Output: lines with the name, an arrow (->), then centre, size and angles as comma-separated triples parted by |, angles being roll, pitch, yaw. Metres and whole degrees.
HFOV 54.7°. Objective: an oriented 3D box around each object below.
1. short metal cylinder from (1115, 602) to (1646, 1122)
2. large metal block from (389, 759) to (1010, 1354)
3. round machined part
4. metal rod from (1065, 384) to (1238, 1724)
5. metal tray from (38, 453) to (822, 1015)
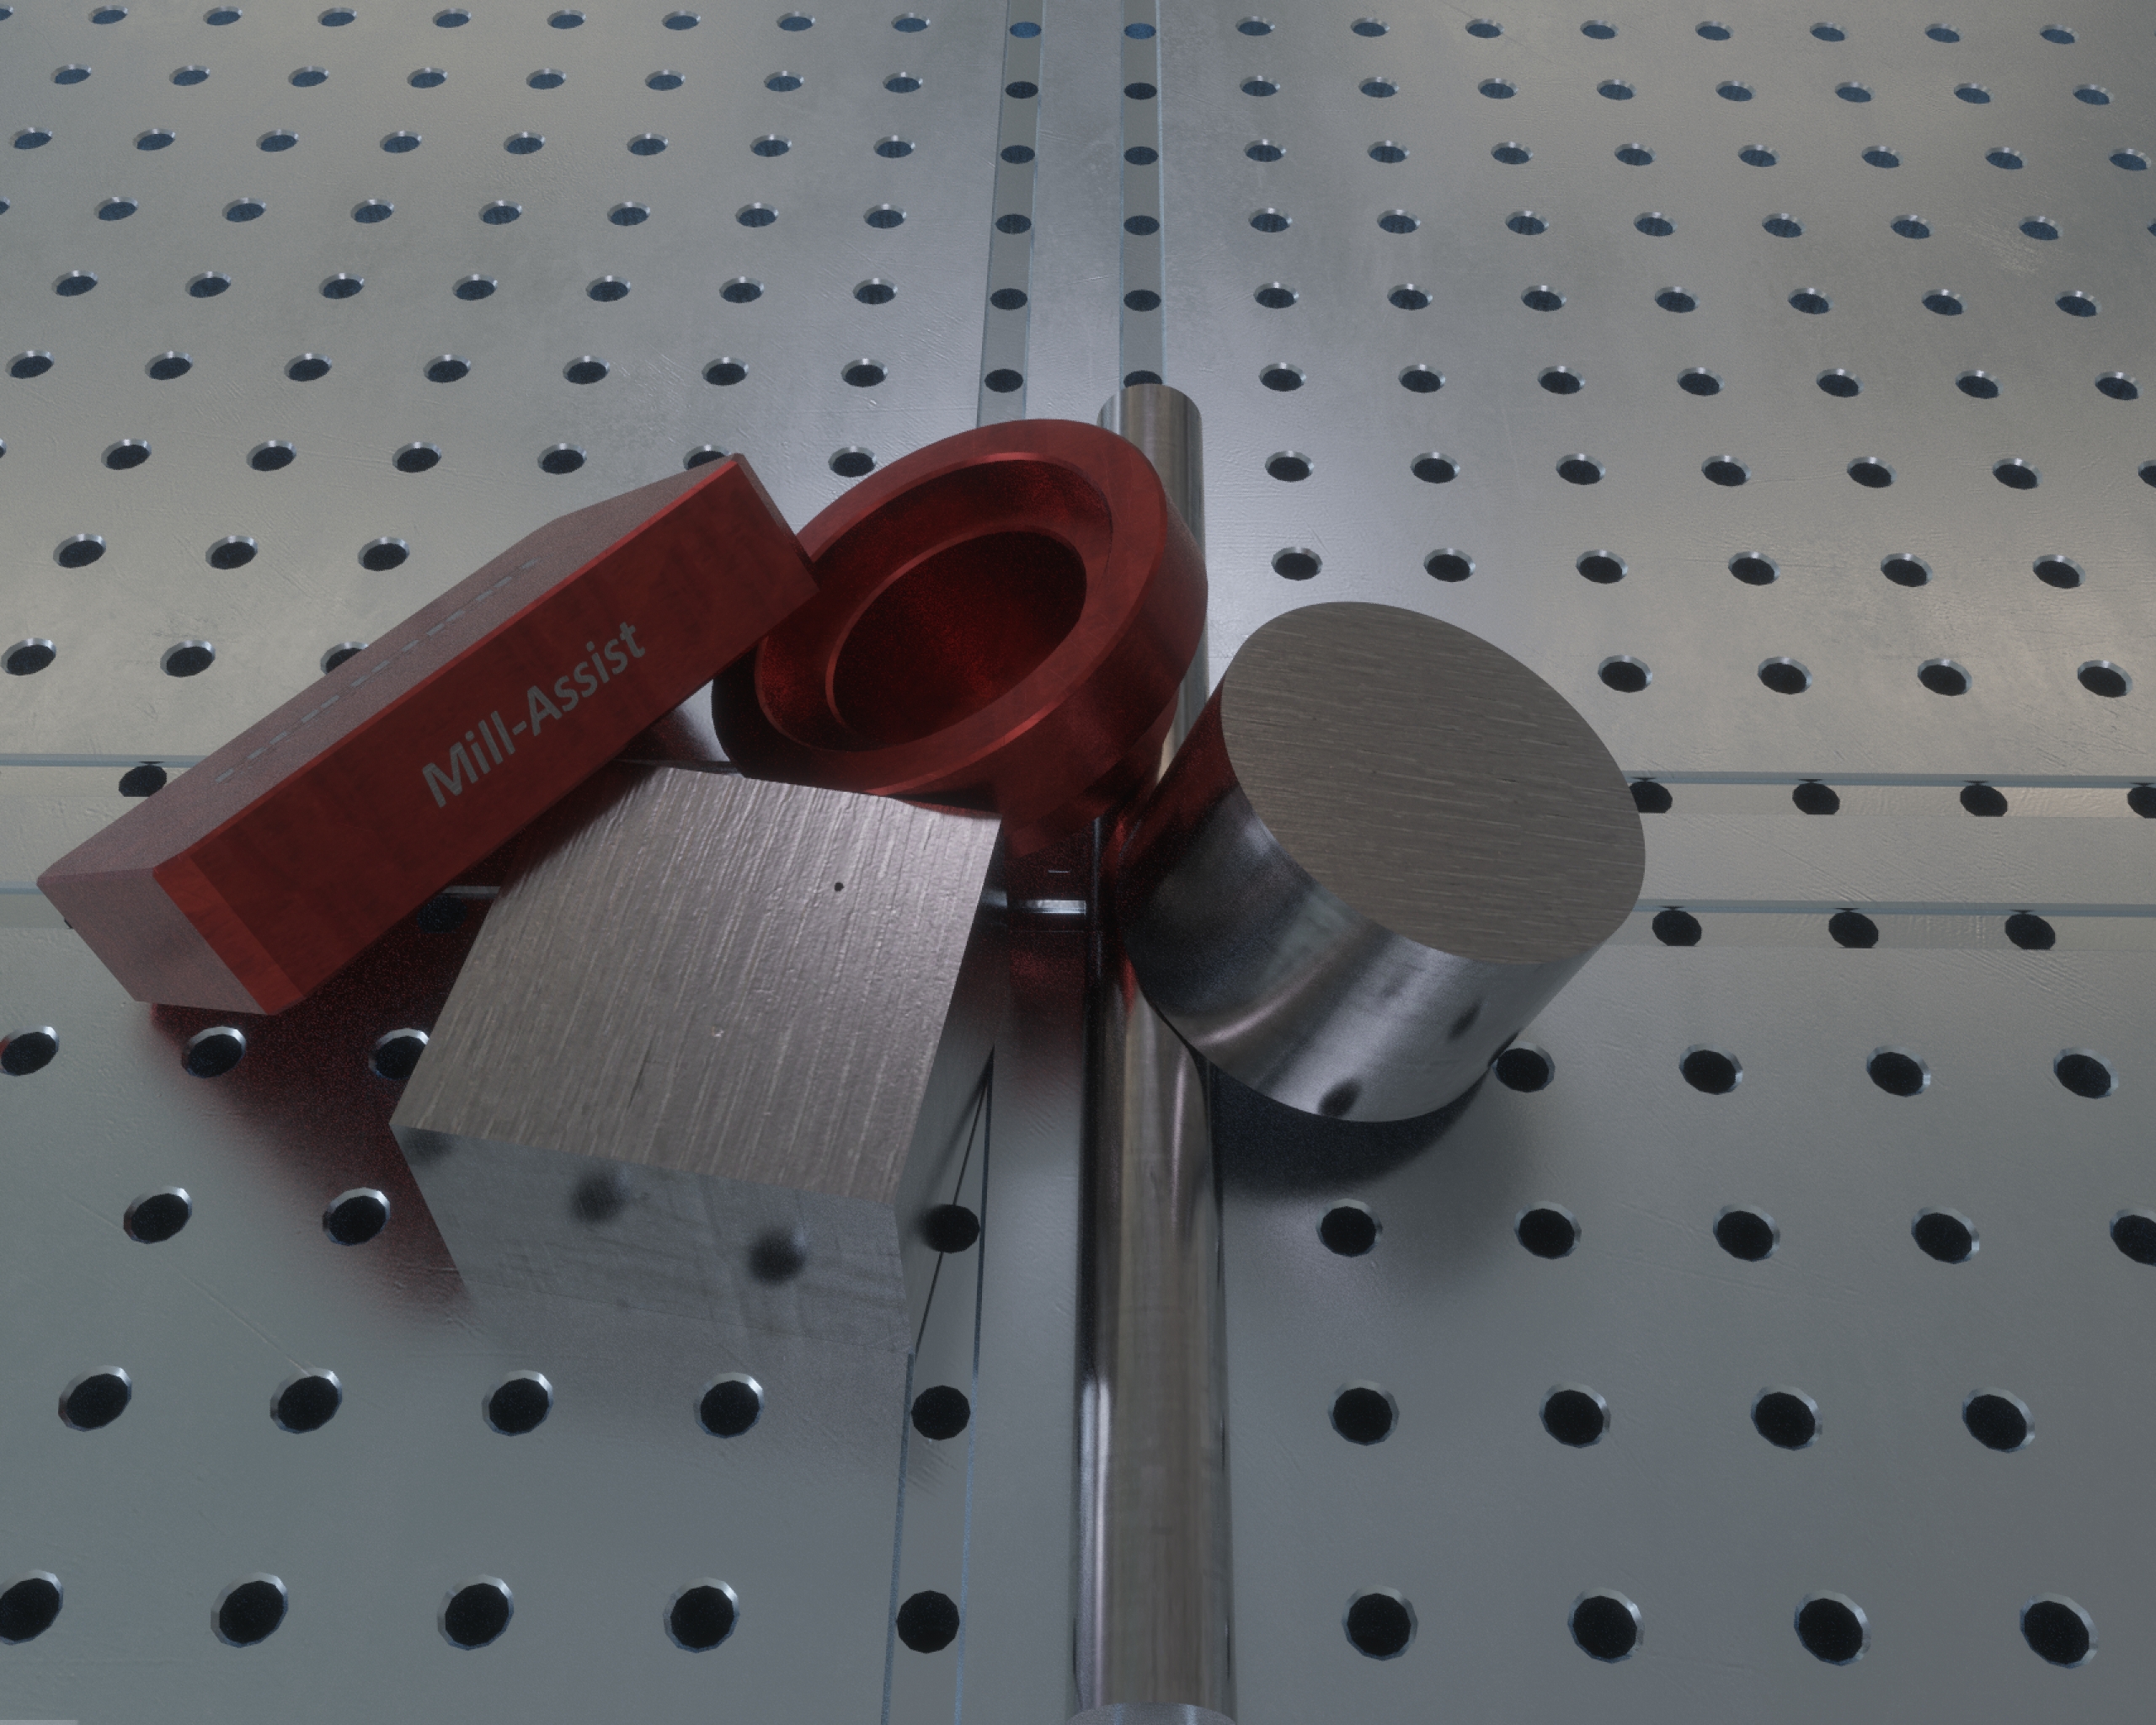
short metal cylinder -> 0.053, -0.001, 0.375 | 0.081, 0.050, 0.080 | 13, 48, -15
large metal block -> -0.060, 0.032, 0.364 | 0.080, 0.050, 0.080 | 8, 51, 6
round machined part -> -0.019, -0.038, 0.412 | 0.098, 0.042, 0.098 | -17, 46, 19
metal rod -> 0.014, 0.011, 0.399 | 0.025, 0.025, 0.300 | 1, 50, 1
metal tray -> -0.121, -0.025, 0.392 | 0.131, 0.030, 0.090 | -44, 24, -30
